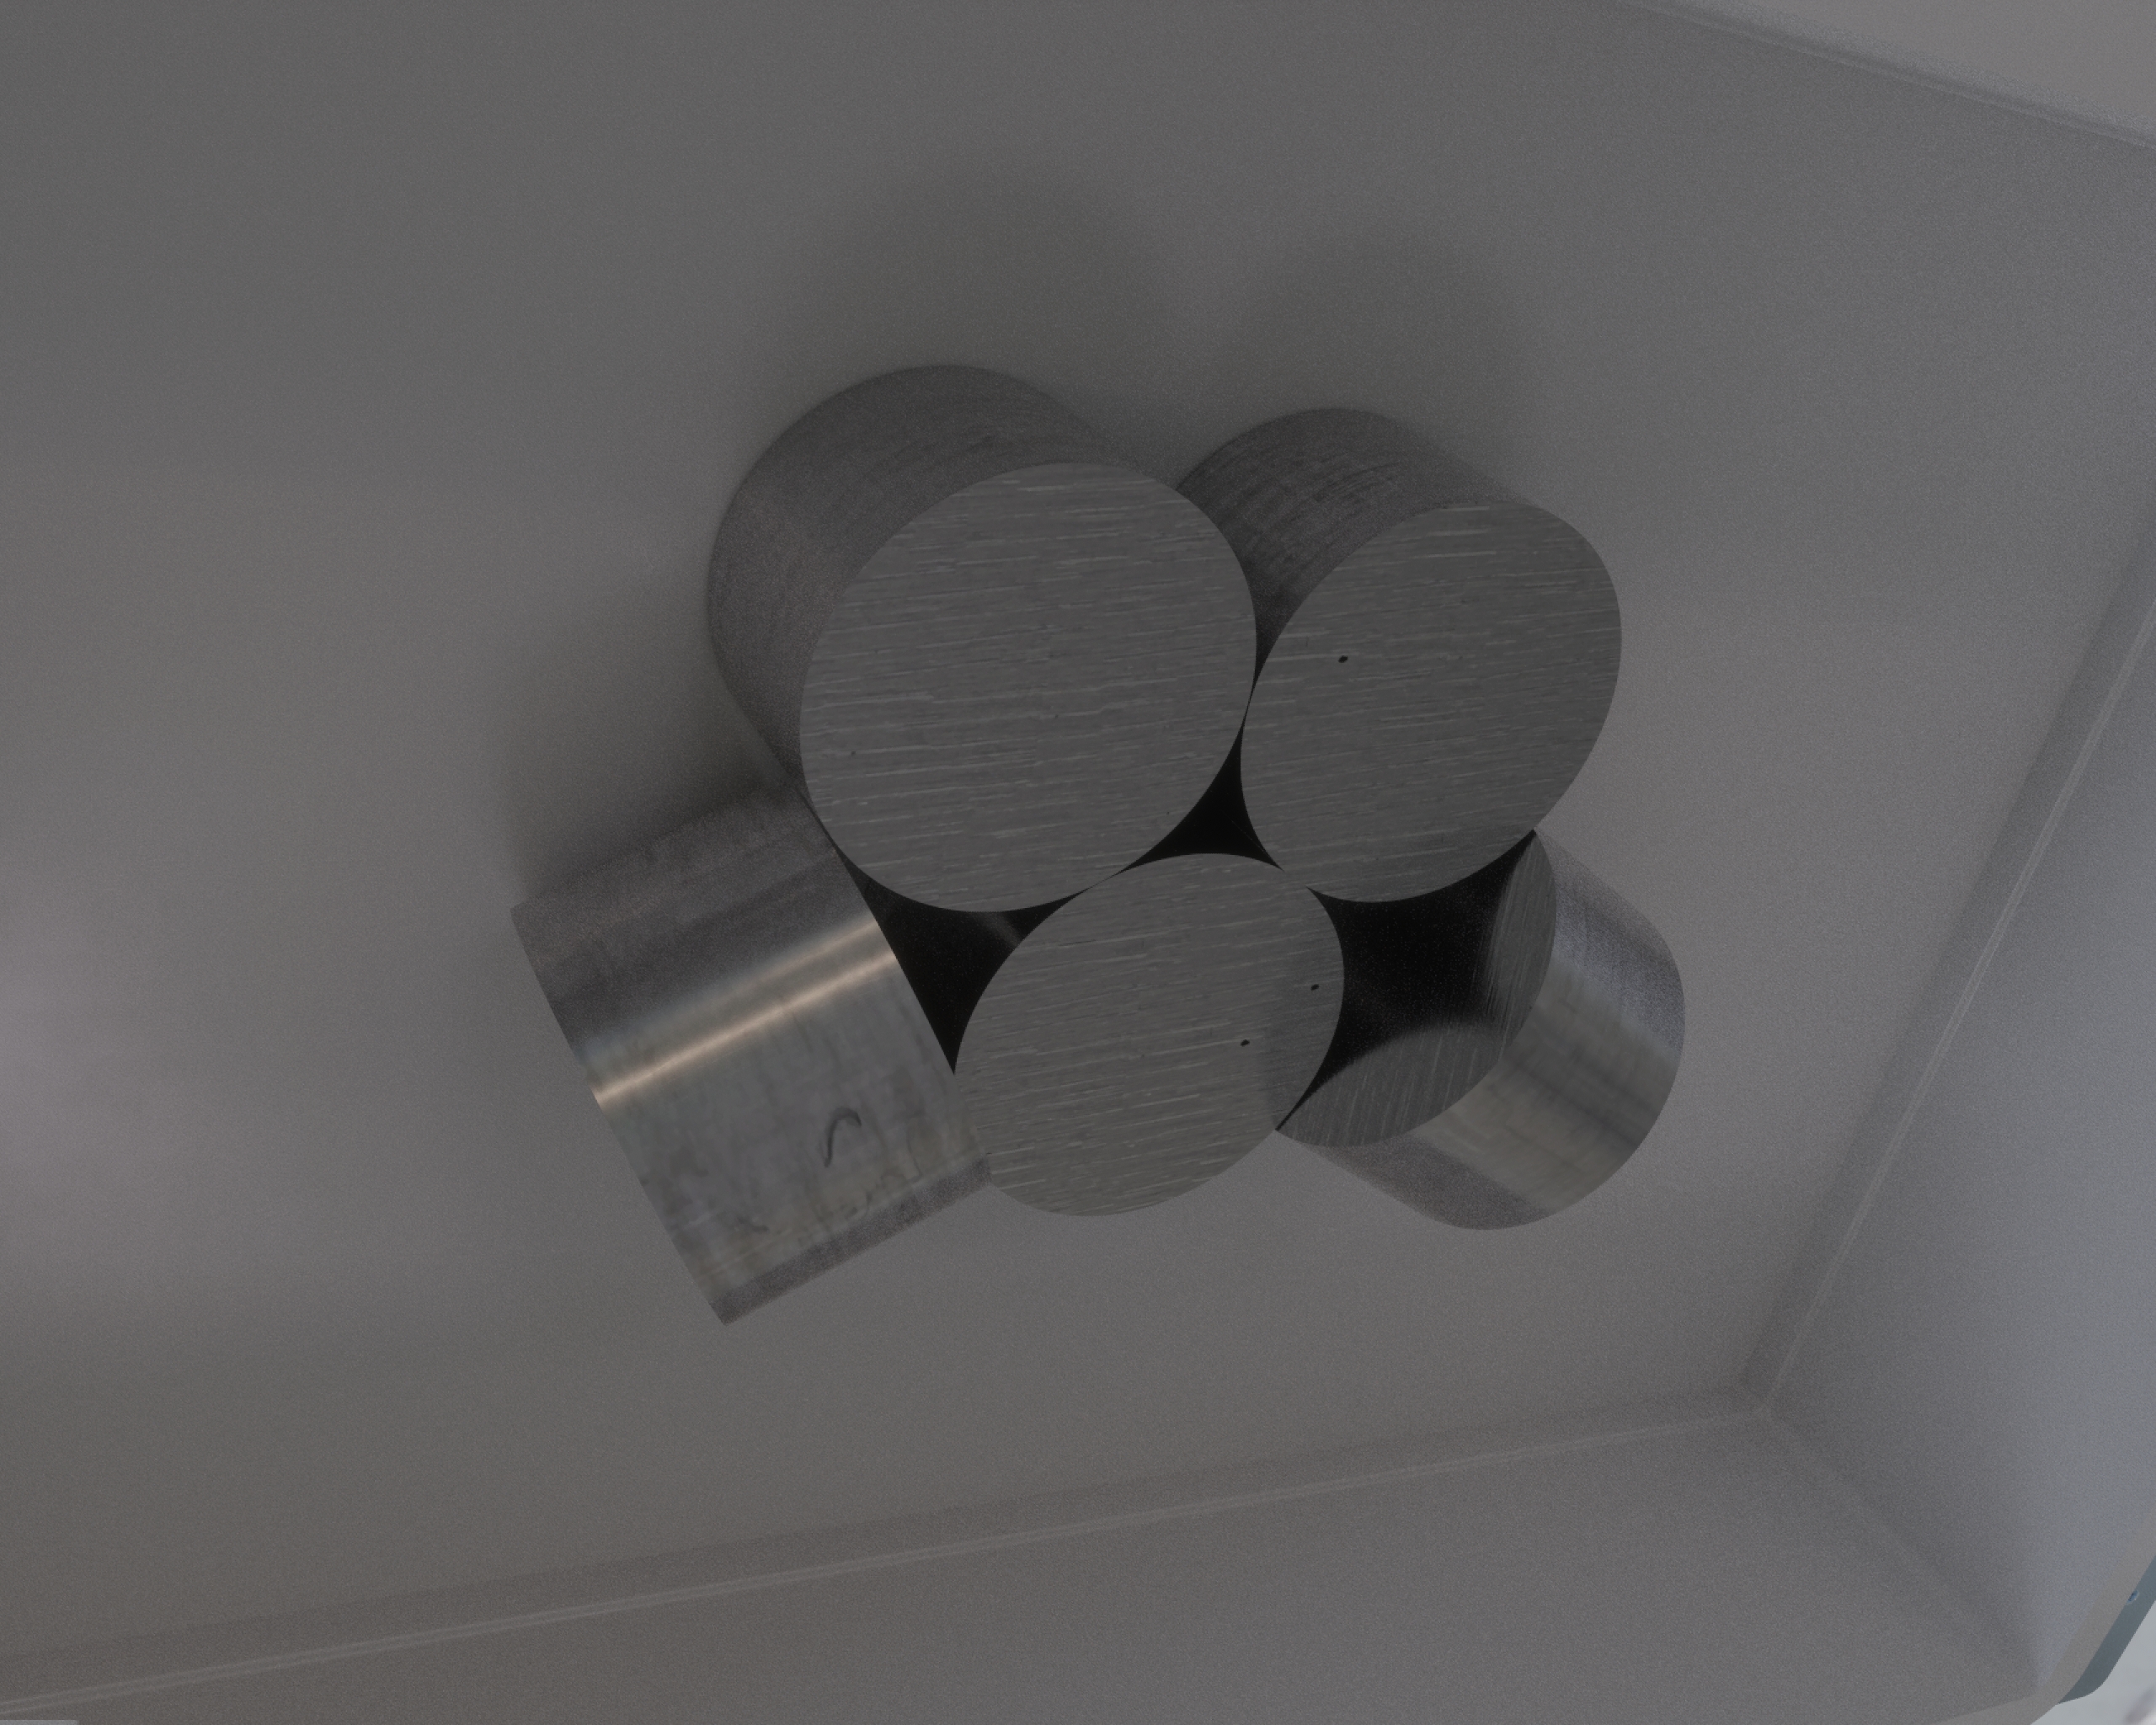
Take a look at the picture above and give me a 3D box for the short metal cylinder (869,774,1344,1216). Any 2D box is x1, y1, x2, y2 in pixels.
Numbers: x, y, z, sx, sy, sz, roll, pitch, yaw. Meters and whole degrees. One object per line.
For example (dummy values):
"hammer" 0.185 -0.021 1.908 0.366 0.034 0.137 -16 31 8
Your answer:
"short metal cylinder" 0.004 0.021 0.406 0.081 0.050 0.079 -14 124 -21

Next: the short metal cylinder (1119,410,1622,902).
"short metal cylinder" 0.054 -0.039 0.396 0.081 0.050 0.079 -14 124 -21

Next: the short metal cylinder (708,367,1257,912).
"short metal cylinder" -0.017 -0.038 0.357 0.081 0.050 0.079 -14 124 -21

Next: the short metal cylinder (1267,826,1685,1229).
"short metal cylinder" 0.076 0.030 0.430 0.050 0.080 0.080 34 99 -38

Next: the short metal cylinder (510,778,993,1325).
"short metal cylinder" -0.056 0.032 0.360 0.050 0.080 0.080 -27 128 -11
